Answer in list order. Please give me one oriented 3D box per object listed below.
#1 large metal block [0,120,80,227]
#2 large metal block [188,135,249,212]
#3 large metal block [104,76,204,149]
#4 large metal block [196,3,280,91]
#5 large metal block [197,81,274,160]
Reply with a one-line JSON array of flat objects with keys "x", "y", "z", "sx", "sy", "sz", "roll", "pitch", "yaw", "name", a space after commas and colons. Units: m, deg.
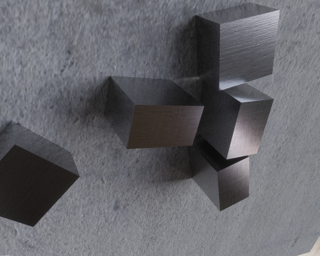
[{"x": -0.151, "y": 0.052, "z": 0.341, "sx": 0.080, "sy": 0.050, "sz": 0.080, "roll": -47, "pitch": 130, "yaw": 5, "name": "large metal block"}, {"x": 0.085, "y": 0.060, "z": 0.457, "sx": 0.050, "sy": 0.080, "sz": 0.080, "roll": -23, "pitch": 127, "yaw": -15, "name": "large metal block"}, {"x": -0.010, "y": -0.020, "z": 0.355, "sx": 0.081, "sy": 0.080, "sz": 0.050, "roll": -1, "pitch": 119, "yaw": -28, "name": "large metal block"}, {"x": 0.093, "y": -0.101, "z": 0.381, "sx": 0.081, "sy": 0.050, "sz": 0.079, "roll": -19, "pitch": 126, "yaw": -18, "name": "large metal block"}, {"x": 0.094, "y": -0.017, "z": 0.415, "sx": 0.050, "sy": 0.080, "sz": 0.079, "roll": -8, "pitch": 122, "yaw": -25, "name": "large metal block"}]
